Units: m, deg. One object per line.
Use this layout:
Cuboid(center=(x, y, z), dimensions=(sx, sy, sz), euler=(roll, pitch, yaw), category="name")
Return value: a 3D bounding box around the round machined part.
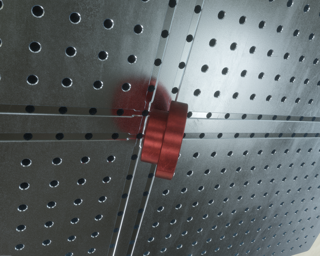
Cuboid(center=(0.003, 0.013, 0.387), dimensions=(0.042, 0.098, 0.097), euler=(13, 116, 1), category="round machined part")
